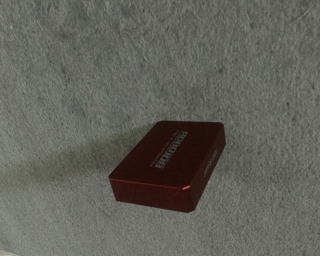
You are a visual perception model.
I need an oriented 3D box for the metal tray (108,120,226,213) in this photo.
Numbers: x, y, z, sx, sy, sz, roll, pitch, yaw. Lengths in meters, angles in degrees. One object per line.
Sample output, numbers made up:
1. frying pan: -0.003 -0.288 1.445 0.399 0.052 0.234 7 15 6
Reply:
1. metal tray: 0.014 0.035 0.352 0.090 0.131 0.030 3 120 27
